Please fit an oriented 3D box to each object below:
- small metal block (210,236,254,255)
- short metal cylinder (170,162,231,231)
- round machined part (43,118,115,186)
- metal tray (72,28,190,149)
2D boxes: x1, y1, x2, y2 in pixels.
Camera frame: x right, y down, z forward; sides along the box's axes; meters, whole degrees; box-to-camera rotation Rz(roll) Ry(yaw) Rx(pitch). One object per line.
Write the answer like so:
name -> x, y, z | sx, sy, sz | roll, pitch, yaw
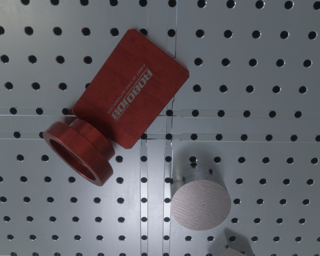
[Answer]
small metal block -> 0.113, 0.207, 0.491 | 0.050, 0.025, 0.050 | 28, 108, -10
short metal cylinder -> 0.055, 0.095, 0.436 | 0.081, 0.050, 0.079 | 0, 110, 0
round machined part -> -0.096, 0.026, 0.394 | 0.098, 0.098, 0.042 | 48, 64, -16
metal tray -> -0.037, -0.048, 0.393 | 0.090, 0.030, 0.130 | 36, 106, -13
